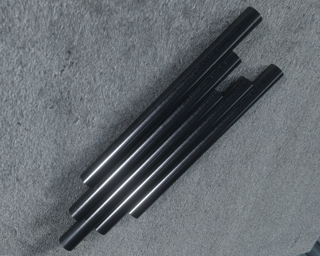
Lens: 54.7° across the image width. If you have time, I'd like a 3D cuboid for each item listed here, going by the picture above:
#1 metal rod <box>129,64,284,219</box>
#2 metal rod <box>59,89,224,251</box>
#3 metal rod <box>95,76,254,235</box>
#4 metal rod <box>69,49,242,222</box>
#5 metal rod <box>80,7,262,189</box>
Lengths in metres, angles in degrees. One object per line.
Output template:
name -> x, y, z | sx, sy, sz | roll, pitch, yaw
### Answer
metal rod -> 0.064, 0.021, 0.458 | 0.300, 0.025, 0.025 | -45, 130, 3
metal rod -> -0.027, 0.058, 0.431 | 0.300, 0.025, 0.025 | -45, 130, 3
metal rod -> 0.018, 0.041, 0.445 | 0.300, 0.025, 0.025 | -45, 130, 3
metal rod -> -0.008, 0.012, 0.413 | 0.300, 0.025, 0.025 | -45, 130, 3
metal rod -> 0.012, -0.036, 0.394 | 0.300, 0.025, 0.025 | -45, 130, 3
